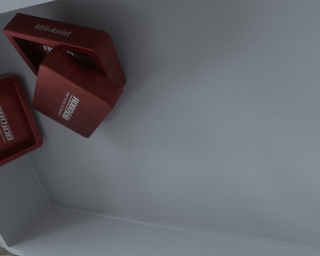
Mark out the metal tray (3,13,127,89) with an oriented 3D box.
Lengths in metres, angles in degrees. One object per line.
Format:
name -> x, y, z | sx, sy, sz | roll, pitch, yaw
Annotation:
metal tray -> -0.114, -0.087, 0.384 | 0.130, 0.030, 0.090 | 17, 154, 17

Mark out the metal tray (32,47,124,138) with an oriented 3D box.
metal tray -> -0.111, -0.038, 0.398 | 0.090, 0.030, 0.129 | 31, 151, -13

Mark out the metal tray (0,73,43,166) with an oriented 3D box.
metal tray -> -0.251, -0.011, 0.488 | 0.030, 0.091, 0.129 | 19, 129, 41
